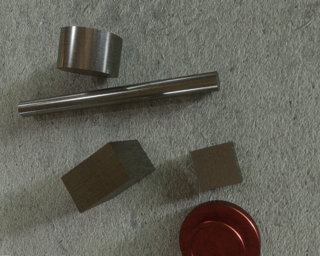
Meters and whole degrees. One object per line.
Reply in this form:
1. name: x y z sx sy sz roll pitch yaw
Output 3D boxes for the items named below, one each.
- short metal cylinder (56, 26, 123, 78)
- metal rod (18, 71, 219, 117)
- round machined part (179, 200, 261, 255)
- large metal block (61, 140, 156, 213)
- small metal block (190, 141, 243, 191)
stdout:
1. short metal cylinder: -0.093 -0.098 0.411 0.080 0.080 0.050 8 93 19
2. metal rod: -0.070 -0.044 0.432 0.301 0.025 0.025 -6 88 19
3. round machined part: 0.070 0.141 0.375 0.098 0.042 0.097 0 90 19
4. large metal block: -0.063 0.059 0.401 0.080 0.080 0.050 -36 79 16
5. small metal block: 0.071 0.047 0.384 0.050 0.025 0.050 -16 85 19
